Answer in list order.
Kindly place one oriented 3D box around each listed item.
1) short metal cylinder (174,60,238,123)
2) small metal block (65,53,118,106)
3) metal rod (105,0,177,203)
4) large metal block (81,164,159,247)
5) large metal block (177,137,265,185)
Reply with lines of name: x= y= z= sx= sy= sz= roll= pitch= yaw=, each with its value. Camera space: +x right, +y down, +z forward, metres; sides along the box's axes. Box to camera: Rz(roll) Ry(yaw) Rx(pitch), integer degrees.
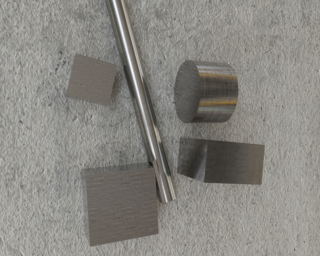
short metal cylinder: x=0.057 y=-0.046 z=0.401 sx=0.050 sy=0.080 sz=0.080 roll=0 pitch=90 yaw=-20
small metal block: x=-0.084 y=-0.058 z=0.378 sx=0.050 sy=0.025 sz=0.050 roll=13 pitch=86 yaw=-20
metal rod: x=-0.027 y=-0.049 z=0.399 sx=0.025 sy=0.025 sz=0.298 roll=-17 pitch=96 yaw=-19
large metal block: x=-0.050 y=0.089 z=0.378 sx=0.081 sy=0.050 sz=0.079 roll=-4 pitch=91 yaw=-20
large metal block: x=0.077 y=0.042 z=0.409 sx=0.081 sy=0.080 sz=0.050 roll=6 pitch=88 yaw=-20
